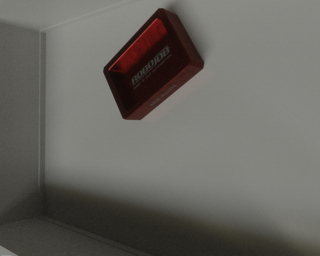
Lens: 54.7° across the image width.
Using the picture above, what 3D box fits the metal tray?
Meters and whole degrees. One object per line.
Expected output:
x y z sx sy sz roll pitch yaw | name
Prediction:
-0.015 -0.080 0.413 0.130 0.030 0.090 -37 67 33 | metal tray
